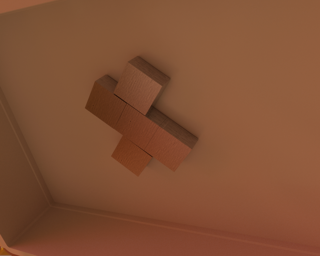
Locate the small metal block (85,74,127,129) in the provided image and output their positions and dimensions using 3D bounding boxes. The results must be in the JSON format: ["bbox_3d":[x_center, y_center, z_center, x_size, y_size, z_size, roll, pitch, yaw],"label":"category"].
[{"bbox_3d":[-0.068,-0.035,0.420,0.050,0.025,0.050,36,129,4],"label":"small metal block"}]

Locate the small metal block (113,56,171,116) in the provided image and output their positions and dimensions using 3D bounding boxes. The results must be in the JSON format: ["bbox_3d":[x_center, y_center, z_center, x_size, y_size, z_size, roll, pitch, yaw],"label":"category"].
[{"bbox_3d":[-0.023,-0.052,0.386,0.050,0.025,0.050,36,128,4],"label":"small metal block"}]

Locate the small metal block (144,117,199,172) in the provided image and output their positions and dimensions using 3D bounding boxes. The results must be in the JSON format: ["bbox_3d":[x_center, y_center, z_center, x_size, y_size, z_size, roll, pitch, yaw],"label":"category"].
[{"bbox_3d":[0.014,0.023,0.412,0.050,0.025,0.050,36,129,4],"label":"small metal block"}]

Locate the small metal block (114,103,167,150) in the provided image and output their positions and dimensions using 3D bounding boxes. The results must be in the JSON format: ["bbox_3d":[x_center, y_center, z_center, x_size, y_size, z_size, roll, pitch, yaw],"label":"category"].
[{"bbox_3d":[-0.027,-0.006,0.415,0.050,0.025,0.050,36,129,4],"label":"small metal block"}]

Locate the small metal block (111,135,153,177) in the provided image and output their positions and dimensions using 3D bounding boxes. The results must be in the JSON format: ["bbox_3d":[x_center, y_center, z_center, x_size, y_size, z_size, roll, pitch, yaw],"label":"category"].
[{"bbox_3d":[-0.036,0.035,0.447,0.050,0.025,0.050,37,130,3],"label":"small metal block"}]
